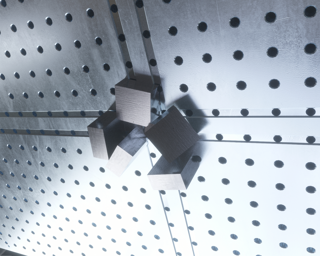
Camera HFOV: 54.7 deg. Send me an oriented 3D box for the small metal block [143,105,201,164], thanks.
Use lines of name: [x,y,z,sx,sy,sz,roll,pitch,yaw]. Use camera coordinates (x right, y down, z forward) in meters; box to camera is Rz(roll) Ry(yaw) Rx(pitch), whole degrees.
small metal block: [0.014,0.007,0.389,0.050,0.025,0.050,-39,102,2]

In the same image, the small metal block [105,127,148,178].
small metal block: [-0.046,0.034,0.439,0.025,0.050,0.050,37,129,3]

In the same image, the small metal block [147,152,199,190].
small metal block: [0.018,0.059,0.420,0.050,0.050,0.025,-7,115,31]

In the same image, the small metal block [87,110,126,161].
small metal block: [-0.073,0.010,0.438,0.025,0.050,0.050,9,122,23]

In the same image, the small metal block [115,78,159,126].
small metal block: [-0.030,-0.033,0.405,0.050,0.025,0.050,14,124,19]
